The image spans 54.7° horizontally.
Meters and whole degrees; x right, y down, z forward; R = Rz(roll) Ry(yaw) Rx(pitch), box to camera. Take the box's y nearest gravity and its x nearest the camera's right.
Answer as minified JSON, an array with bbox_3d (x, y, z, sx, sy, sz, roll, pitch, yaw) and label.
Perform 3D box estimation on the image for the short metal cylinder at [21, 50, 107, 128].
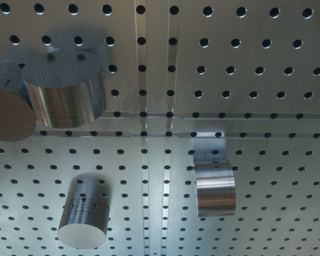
[{"bbox_3d":[-0.101,-0.044,0.337,0.081,0.080,0.050,0,130,-1],"label":"short metal cylinder"}]

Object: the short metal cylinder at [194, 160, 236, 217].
[{"bbox_3d":[0.077,0.087,0.451,0.050,0.080,0.080,-4,130,3],"label":"short metal cylinder"}]

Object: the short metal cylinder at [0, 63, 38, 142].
[{"bbox_3d":[-0.181,-0.030,0.368,0.081,0.050,0.079,0,130,0],"label":"short metal cylinder"}]

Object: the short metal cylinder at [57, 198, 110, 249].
[{"bbox_3d":[-0.131,0.166,0.535,0.081,0.050,0.079,0,130,0],"label":"short metal cylinder"}]
